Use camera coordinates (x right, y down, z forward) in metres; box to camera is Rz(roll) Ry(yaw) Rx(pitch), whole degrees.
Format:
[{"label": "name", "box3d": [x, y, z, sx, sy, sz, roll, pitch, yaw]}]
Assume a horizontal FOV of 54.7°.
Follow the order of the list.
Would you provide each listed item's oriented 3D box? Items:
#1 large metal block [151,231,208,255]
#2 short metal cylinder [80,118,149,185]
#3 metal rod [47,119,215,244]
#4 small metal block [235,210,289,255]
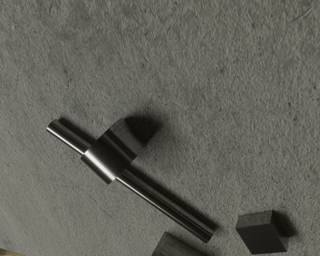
[{"label": "large metal block", "box3d": [0.023, 0.236, 0.524, 0.080, 0.050, 0.079, 27, 128, 11]}, {"label": "short metal cylinder", "box3d": [-0.062, 0.031, 0.423, 0.050, 0.080, 0.080, 44, 129, -3]}, {"label": "metal rod", "box3d": [-0.048, 0.080, 0.481, 0.301, 0.025, 0.025, 34, 129, 5]}, {"label": "small metal block", "box3d": [0.139, 0.143, 0.422, 0.050, 0.025, 0.050, -23, 106, 36]}]
